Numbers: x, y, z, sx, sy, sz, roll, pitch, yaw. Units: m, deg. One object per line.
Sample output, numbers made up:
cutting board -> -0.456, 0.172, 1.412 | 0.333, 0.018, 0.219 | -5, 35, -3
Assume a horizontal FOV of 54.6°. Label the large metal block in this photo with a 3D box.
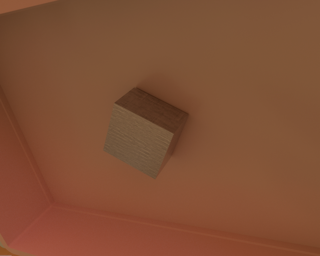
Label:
large metal block -> -0.020, 0.007, 0.403 | 0.080, 0.050, 0.079 | 28, 127, 10
